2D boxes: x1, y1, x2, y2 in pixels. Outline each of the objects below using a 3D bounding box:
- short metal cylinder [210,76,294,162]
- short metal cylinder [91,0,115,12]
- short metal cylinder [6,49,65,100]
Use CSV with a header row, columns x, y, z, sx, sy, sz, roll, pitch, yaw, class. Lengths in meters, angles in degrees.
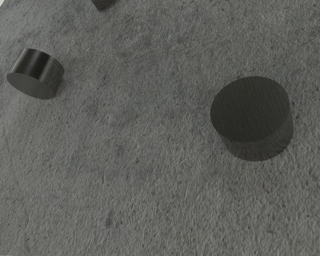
x,y,z,sx,sy,sz,roll,pitch,yaw,class
0.102,-0.010,0.340,0.080,0.050,0.080,-13,56,21,short metal cylinder
-0.123,-0.275,0.602,0.050,0.080,0.080,-37,51,4,short metal cylinder
-0.215,-0.092,0.538,0.080,0.080,0.050,1,62,28,short metal cylinder
